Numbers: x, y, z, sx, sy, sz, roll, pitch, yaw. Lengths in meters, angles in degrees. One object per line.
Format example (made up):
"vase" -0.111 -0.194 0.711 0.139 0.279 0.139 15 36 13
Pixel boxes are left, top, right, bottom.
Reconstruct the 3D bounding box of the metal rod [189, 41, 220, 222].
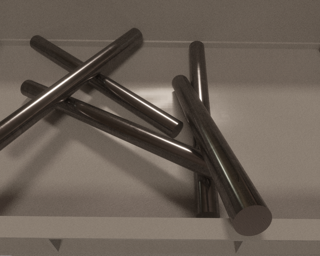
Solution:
"metal rod" 0.056 -0.021 0.423 0.025 0.025 0.300 2 50 1

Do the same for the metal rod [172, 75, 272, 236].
"metal rod" 0.044 -0.005 0.330 0.025 0.025 0.300 -4 25 -4

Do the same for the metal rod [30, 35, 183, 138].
"metal rod" -0.093 -0.071 0.463 0.300 0.025 0.025 33 57 24

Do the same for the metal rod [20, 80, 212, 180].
"metal rod" -0.065 -0.007 0.392 0.301 0.025 0.025 22 53 24

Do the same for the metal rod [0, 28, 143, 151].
"metal rod" -0.114 -0.064 0.418 0.025 0.025 0.301 24 48 18
